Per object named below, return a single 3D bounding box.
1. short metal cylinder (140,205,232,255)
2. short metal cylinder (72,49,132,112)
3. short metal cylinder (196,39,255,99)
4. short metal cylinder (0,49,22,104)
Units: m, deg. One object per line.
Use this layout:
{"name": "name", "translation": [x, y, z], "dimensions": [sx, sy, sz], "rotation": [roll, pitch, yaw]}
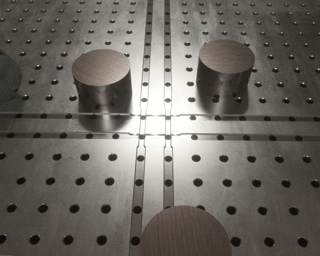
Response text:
{"name": "short metal cylinder", "translation": [0.022, 0.121, 0.290], "dimensions": [0.081, 0.050, 0.080], "rotation": [0, 50, 0]}
{"name": "short metal cylinder", "translation": [-0.082, -0.070, 0.449], "dimensions": [0.081, 0.050, 0.080], "rotation": [0, 50, 0]}
{"name": "short metal cylinder", "translation": [0.097, -0.089, 0.468], "dimensions": [0.081, 0.050, 0.080], "rotation": [0, 50, 0]}
{"name": "short metal cylinder", "translation": [-0.245, -0.076, 0.433], "dimensions": [0.050, 0.080, 0.080], "rotation": [37, 59, 26]}
